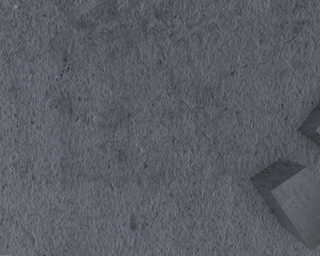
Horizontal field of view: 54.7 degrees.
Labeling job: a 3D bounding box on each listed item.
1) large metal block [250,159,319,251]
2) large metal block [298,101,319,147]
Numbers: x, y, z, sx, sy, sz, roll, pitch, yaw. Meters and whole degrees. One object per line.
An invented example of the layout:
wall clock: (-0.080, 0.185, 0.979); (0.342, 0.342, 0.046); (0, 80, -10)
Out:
large metal block: (0.166, 0.089, 0.384); (0.050, 0.080, 0.080); (-35, 90, 0)
large metal block: (0.245, -0.005, 0.399); (0.080, 0.050, 0.080); (37, 90, 0)
